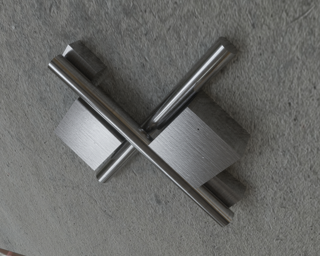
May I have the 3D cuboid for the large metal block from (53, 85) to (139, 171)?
[{"bbox_3d":[-0.090,0.001,0.438,0.080,0.050,0.080,45,129,-3],"label":"large metal block"}]

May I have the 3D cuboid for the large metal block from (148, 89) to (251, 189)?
[{"bbox_3d":[0.047,0.015,0.376,0.080,0.050,0.080,43,129,-2],"label":"large metal block"}]

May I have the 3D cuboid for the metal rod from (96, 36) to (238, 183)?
[{"bbox_3d":[-0.011,-0.003,0.413,0.025,0.025,0.298,43,129,-2],"label":"metal rod"}]

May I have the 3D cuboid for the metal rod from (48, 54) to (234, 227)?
[{"bbox_3d":[-0.023,0.017,0.398,0.300,0.025,0.025,43,129,-2],"label":"metal rod"}]

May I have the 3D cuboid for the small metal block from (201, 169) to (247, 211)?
[{"bbox_3d":[0.079,0.083,0.419,0.050,0.025,0.050,40,129,1],"label":"small metal block"}]

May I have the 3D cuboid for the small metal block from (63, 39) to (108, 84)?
[{"bbox_3d":[-0.106,-0.080,0.416,0.050,0.025,0.050,44,129,-3],"label":"small metal block"}]
